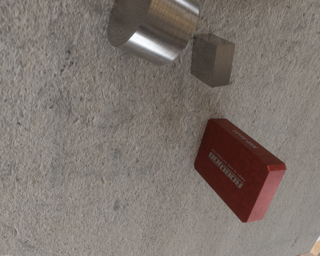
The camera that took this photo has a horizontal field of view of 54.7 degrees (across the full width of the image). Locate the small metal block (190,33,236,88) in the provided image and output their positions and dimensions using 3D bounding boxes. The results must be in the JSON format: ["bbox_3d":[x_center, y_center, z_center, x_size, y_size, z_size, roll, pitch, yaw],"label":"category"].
[{"bbox_3d":[0.062,-0.083,0.375,0.025,0.050,0.050,-12,124,-23],"label":"small metal block"}]

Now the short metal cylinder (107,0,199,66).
[{"bbox_3d":[-0.009,-0.107,0.301,0.050,0.080,0.080,17,109,-35],"label":"short metal cylinder"}]

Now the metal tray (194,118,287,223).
[{"bbox_3d":[0.103,0.054,0.430,0.030,0.130,0.089,-1,119,-29],"label":"metal tray"}]
